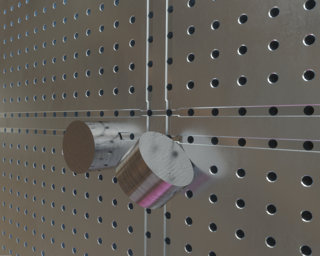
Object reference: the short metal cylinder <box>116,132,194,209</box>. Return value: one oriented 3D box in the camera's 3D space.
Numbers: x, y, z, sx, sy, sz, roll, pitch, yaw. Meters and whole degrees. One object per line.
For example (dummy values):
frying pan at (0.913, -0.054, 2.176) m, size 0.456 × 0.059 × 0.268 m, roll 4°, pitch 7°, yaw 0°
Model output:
short metal cylinder at (-0.006, 0.051, 0.379) m, size 0.050 × 0.081 × 0.080 m, roll -48°, pitch 62°, yaw 30°

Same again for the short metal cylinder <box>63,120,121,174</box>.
short metal cylinder at (-0.107, 0.028, 0.481) m, size 0.080 × 0.050 × 0.079 m, roll 0°, pitch 90°, yaw 40°
